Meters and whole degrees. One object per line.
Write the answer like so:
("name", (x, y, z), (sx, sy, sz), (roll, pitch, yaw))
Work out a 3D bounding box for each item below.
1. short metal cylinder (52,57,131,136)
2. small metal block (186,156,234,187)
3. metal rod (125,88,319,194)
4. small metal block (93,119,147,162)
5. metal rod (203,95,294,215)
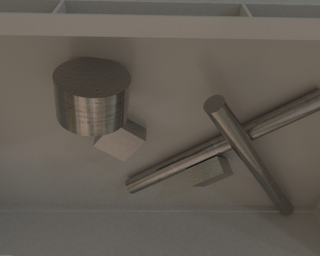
("short metal cylinder", (-0.074, -0.036, 0.341), (0.081, 0.080, 0.050), (6, 130, -6))
("small metal block", (0.073, 0.064, 0.450), (0.050, 0.025, 0.050), (-28, 158, 21))
("metal rod", (0.078, 0.027, 0.433), (0.300, 0.025, 0.025), (-27, 125, 21))
("small metal block", (-0.054, 0.013, 0.419), (0.050, 0.025, 0.050), (31, 123, -24))
("metal rod", (0.138, 0.056, 0.433), (0.025, 0.025, 0.300), (-26, 134, 20))
